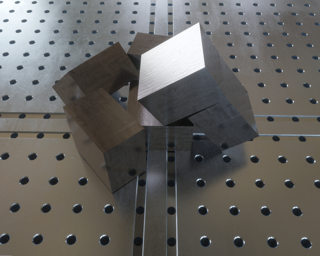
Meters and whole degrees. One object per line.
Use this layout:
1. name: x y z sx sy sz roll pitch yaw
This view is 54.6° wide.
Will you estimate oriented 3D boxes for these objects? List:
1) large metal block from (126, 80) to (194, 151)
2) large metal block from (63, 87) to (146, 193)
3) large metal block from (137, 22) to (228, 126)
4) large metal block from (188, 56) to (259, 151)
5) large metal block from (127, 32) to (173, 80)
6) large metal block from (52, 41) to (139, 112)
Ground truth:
1. large metal block: 0.000 -0.017 0.406 0.080 0.050 0.080 1 50 0
2. large metal block: -0.061 0.014 0.358 0.050 0.080 0.080 -32 58 -25
3. large metal block: 0.024 -0.060 0.352 0.080 0.050 0.080 -23 44 25
4. large metal block: 0.076 -0.031 0.388 0.050 0.080 0.080 -27 43 28
5. large metal block: 0.002 -0.083 0.442 0.080 0.080 0.050 10 51 9
6. large metal block: -0.087 -0.063 0.417 0.080 0.080 0.050 -41 105 -29
